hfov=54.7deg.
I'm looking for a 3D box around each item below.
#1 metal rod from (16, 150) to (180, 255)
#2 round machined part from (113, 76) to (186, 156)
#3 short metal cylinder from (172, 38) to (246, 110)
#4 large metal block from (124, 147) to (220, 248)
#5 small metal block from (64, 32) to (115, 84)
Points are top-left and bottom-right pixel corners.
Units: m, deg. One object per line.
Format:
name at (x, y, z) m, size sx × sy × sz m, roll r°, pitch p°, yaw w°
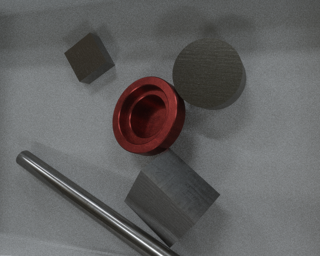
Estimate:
metal rod at (-0.092, 0.107, 0.421) m, size 0.300 × 0.025 × 0.025 m, roll 27°, pitch 99°, yaw 25°
round machined part at (-0.010, -0.012, 0.393) m, size 0.098 × 0.042 × 0.098 m, roll -11°, pitch 70°, yaw 32°
short metal cylinder at (0.061, -0.063, 0.375) m, size 0.080 × 0.050 × 0.079 m, roll 0°, pitch 90°, yaw 19°
large metal block at (0.011, 0.085, 0.372) m, size 0.080 × 0.050 × 0.079 m, roll 42°, pitch 139°, yaw 13°
small metal block at (-0.101, -0.099, 0.445) m, size 0.050 × 0.025 × 0.050 m, roll -33°, pitch 80°, yaw 16°
